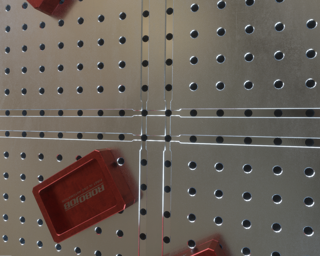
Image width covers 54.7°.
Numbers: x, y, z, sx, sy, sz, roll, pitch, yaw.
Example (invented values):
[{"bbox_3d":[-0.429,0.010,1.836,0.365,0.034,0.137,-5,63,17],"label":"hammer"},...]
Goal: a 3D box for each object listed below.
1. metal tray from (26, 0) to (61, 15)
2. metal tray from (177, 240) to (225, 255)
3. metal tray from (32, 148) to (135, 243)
[{"bbox_3d":[-0.167,-0.252,0.467,0.090,0.030,0.130,45,103,14],"label":"metal tray"},{"bbox_3d":[0.035,0.213,0.396,0.130,0.030,0.090,-31,80,17],"label":"metal tray"},{"bbox_3d":[-0.113,0.098,0.448,0.130,0.030,0.090,-31,80,17],"label":"metal tray"}]
